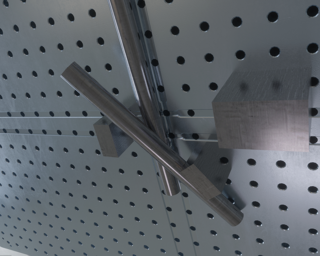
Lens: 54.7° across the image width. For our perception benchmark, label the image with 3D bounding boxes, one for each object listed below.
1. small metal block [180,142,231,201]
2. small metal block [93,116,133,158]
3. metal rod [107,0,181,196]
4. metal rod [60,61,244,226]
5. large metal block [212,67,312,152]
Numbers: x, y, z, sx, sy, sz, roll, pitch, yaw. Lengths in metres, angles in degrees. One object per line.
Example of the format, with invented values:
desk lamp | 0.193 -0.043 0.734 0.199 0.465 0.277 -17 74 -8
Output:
small metal block | 0.060 0.055 0.398 0.050 0.050 0.025 46 129 -5
small metal block | -0.062 0.006 0.431 0.025 0.050 0.050 2 120 27
metal rod | -0.017 -0.039 0.396 0.025 0.025 0.298 -1 118 28
metal rod | 0.000 0.029 0.399 0.300 0.025 0.025 42 130 -14
large metal block | 0.105 -0.020 0.308 0.080 0.080 0.050 1 119 28
